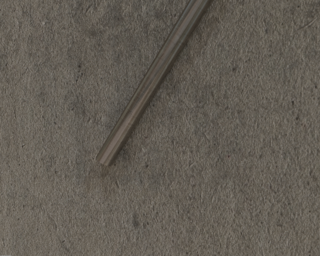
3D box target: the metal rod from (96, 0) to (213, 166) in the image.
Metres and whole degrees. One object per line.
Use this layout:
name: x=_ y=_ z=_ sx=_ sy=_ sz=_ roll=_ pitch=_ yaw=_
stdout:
metal rod: x=-0.001 y=-0.078 z=0.409 sx=0.025 sy=0.025 sz=0.299 roll=35 pitch=101 yaw=16
